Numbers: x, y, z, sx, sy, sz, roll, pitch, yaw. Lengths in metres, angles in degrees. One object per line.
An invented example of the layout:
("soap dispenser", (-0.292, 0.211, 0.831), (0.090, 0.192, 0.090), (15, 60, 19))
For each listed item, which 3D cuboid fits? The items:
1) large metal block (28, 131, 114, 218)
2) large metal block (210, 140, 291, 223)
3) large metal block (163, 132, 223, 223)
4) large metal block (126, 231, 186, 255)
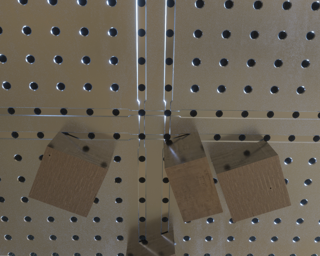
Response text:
("large metal block", (-0.119, 0.063, 0.422), (0.080, 0.050, 0.079), (23, 108, -9))
("large metal block", (0.124, 0.073, 0.429), (0.080, 0.050, 0.080), (-19, 109, 6))
("large metal block", (0.041, 0.062, 0.407), (0.050, 0.080, 0.080), (-17, 110, 6))
("large metal block", (0.000, 0.219, 0.481), (0.080, 0.050, 0.080), (-22, 109, 7))
